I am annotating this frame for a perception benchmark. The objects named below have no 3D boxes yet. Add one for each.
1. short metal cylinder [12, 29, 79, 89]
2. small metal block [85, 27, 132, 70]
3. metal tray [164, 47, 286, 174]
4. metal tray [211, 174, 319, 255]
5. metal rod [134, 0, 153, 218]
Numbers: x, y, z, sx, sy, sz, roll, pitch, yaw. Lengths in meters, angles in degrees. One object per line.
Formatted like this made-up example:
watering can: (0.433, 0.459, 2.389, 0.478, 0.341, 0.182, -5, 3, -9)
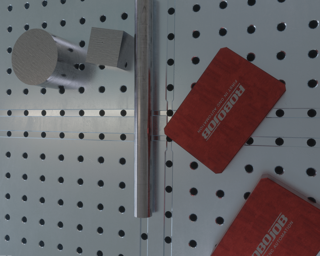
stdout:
short metal cylinder: (-0.169, -0.100, 0.459, 0.080, 0.050, 0.079, 0, 90, 20)
small metal block: (-0.073, -0.112, 0.438, 0.050, 0.025, 0.050, 13, 94, 19)
metal tray: (0.078, -0.021, 0.383, 0.090, 0.030, 0.129, 38, 102, 16)
metal tray: (0.128, 0.132, 0.365, 0.090, 0.030, 0.129, 32, 100, 17)
metal rod: (-0.022, -0.031, 0.420, 0.025, 0.025, 0.298, 0, 90, 20)
